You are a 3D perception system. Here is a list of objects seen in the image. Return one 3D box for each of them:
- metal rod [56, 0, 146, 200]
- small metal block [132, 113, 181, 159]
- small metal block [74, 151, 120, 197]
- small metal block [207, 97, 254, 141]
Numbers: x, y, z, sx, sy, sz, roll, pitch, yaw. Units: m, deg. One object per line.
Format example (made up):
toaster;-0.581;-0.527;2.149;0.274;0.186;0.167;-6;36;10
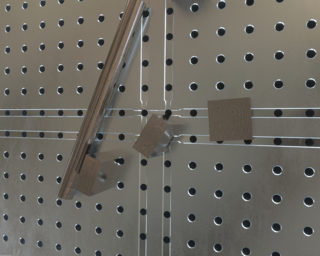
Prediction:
metal rod;-0.086;-0.037;0.441;0.025;0.025;0.298;25;98;18
small metal block;-0.003;0.010;0.400;0.025;0.050;0.050;34;101;16
small metal block;-0.086;0.062;0.428;0.025;0.050;0.050;23;98;18
small metal block;0.087;-0.010;0.382;0.050;0.025;0.050;-4;89;19
